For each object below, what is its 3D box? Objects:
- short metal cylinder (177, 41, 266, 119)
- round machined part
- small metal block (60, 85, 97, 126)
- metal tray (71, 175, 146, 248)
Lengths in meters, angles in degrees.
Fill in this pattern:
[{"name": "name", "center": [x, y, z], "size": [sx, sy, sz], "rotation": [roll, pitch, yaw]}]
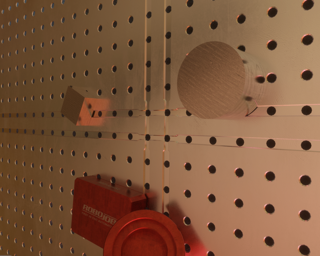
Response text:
[{"name": "short metal cylinder", "center": [0.066, -0.049, 0.337], "size": [0.080, 0.050, 0.079], "rotation": [0, 90, 39]}, {"name": "round machined part", "center": [-0.020, 0.157, 0.389], "size": [0.098, 0.099, 0.042], "rotation": [57, 161, 24]}, {"name": "small metal block", "center": [-0.137, -0.038, 0.519], "size": [0.050, 0.025, 0.050], "rotation": [34, 111, 34]}, {"name": "metal tray", "center": [-0.082, 0.131, 0.471], "size": [0.130, 0.030, 0.089], "rotation": [9, 96, 39]}]
